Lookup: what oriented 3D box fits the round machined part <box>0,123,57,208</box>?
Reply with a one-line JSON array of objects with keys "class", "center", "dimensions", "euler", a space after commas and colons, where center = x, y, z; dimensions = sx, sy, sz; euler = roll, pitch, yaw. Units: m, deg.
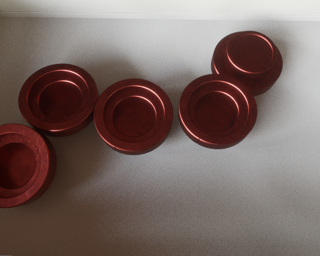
[{"class": "round machined part", "center": [-0.173, 0.046, 0.377], "dimensions": [0.099, 0.042, 0.098], "euler": [-1, 79, 4]}]

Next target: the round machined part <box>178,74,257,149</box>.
[{"class": "round machined part", "center": [0.073, -0.018, 0.408], "dimensions": [0.099, 0.042, 0.098], "euler": [0, 70, 0]}]

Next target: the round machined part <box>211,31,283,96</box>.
[{"class": "round machined part", "center": [0.124, -0.097, 0.437], "dimensions": [0.099, 0.042, 0.098], "euler": [0, 70, 0]}]

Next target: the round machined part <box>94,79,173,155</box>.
[{"class": "round machined part", "center": [-0.033, -0.012, 0.403], "dimensions": [0.099, 0.042, 0.098], "euler": [1, 71, -2]}]

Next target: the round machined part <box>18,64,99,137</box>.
[{"class": "round machined part", "center": [-0.129, -0.033, 0.409], "dimensions": [0.099, 0.042, 0.098], "euler": [1, 66, -1]}]
